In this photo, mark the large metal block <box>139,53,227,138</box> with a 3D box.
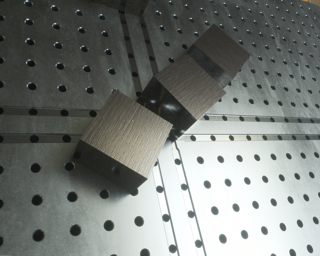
[{"bbox_3d":[0.033,-0.047,0.438,0.080,0.050,0.080,46,51,4],"label":"large metal block"}]

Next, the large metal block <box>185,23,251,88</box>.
[{"bbox_3d":[0.090,-0.112,0.508,0.080,0.050,0.080,40,51,-1],"label":"large metal block"}]

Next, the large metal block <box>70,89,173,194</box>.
[{"bbox_3d":[-0.043,0.015,0.360,0.080,0.050,0.080,32,52,-8],"label":"large metal block"}]

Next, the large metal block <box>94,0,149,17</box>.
[{"bbox_3d":[-0.060,-0.238,0.505,0.081,0.050,0.080,10,58,-23],"label":"large metal block"}]
